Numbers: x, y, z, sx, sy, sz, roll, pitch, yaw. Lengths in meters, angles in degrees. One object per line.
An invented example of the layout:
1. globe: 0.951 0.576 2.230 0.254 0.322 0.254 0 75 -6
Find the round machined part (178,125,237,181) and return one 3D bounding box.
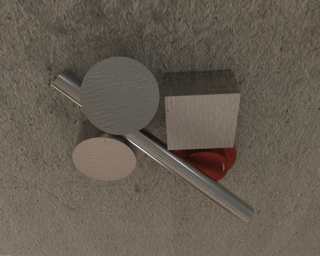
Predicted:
1. round machined part: 0.058 0.044 0.434 0.099 0.042 0.097 0 130 0

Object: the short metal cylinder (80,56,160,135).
1. short metal cylinder: -0.045 -0.034 0.338 0.081 0.050 0.079 -1 92 -14

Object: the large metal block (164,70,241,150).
1. large metal block: 0.047 -0.021 0.372 0.080 0.050 0.079 -3 130 2

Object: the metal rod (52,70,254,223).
1. metal rod: 0.000 0.030 0.390 0.301 0.025 0.025 37 122 -12

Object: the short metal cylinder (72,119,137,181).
1. short metal cylinder: -0.071 0.025 0.414 0.081 0.050 0.079 0 130 0
